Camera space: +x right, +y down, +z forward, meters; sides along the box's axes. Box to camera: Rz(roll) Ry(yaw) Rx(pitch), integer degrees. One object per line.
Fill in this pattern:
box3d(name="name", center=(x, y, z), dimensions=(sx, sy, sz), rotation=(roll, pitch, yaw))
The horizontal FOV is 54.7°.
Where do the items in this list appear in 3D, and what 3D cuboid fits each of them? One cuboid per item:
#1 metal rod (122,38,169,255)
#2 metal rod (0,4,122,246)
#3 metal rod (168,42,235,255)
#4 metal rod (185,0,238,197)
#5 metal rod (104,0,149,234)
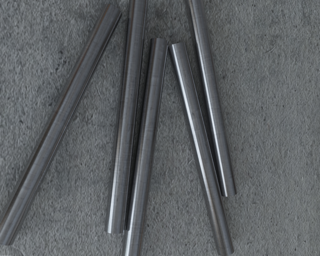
box3d(name="metal rod", center=(-0.020, 0.033, 0.401), dimensions=(0.025, 0.025, 0.298), rotation=(8, 87, -20))
box3d(name="metal rod", center=(-0.117, -0.011, 0.365), dimensions=(0.025, 0.025, 0.299), rotation=(26, 81, -18))
box3d(name="metal rod", center=(0.058, 0.032, 0.430), dimensions=(0.025, 0.025, 0.298), rotation=(-16, 96, -19))
box3d(name="metal rod", center=(0.070, -0.052, 0.434), dimensions=(0.025, 0.025, 0.298), rotation=(-12, 94, -20))
box3d(name="metal rod", center=(-0.042, -0.020, 0.393), dimensions=(0.025, 0.025, 0.298), rotation=(7, 88, -20))
